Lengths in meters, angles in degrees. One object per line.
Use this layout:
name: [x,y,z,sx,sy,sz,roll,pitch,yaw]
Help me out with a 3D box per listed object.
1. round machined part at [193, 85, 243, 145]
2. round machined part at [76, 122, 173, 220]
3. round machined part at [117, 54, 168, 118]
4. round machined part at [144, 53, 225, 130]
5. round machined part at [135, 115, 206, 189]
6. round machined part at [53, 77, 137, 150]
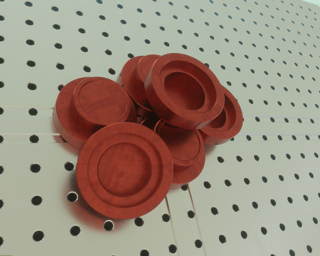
round machined part: [0.065,-0.019,0.443,0.099,0.042,0.098,13,56,-21]
round machined part: [-0.039,0.044,0.332,0.099,0.042,0.098,1,84,-14]
round machined part: [-0.007,-0.063,0.432,0.099,0.042,0.098,13,56,-21]
round machined part: [0.026,-0.040,0.380,0.099,0.042,0.098,13,56,-21]
round machined part: [0.016,0.023,0.390,0.099,0.042,0.098,13,56,-21]
round machined part: [-0.073,-0.022,0.371,0.099,0.042,0.098,13,56,-21]
